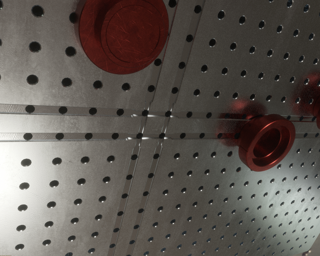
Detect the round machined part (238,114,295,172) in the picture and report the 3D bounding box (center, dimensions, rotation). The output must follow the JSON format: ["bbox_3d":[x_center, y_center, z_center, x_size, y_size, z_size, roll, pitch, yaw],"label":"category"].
[{"bbox_3d":[0.168,0.020,0.507,0.099,0.042,0.097,-14,125,-21],"label":"round machined part"}]

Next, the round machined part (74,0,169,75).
[{"bbox_3d":[-0.034,-0.101,0.320,0.099,0.042,0.097,-14,125,-21],"label":"round machined part"}]

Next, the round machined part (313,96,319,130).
[{"bbox_3d":[0.317,-0.036,0.555,0.099,0.042,0.097,-14,125,-21],"label":"round machined part"}]
